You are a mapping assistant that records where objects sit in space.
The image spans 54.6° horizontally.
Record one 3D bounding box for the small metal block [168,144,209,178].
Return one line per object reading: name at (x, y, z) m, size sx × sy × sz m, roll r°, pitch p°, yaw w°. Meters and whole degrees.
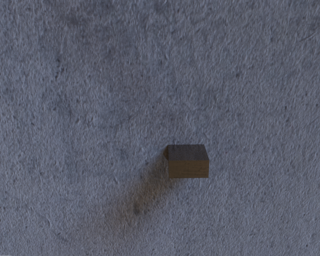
small metal block at (0.036, 0.043, 0.413) m, size 0.050 × 0.050 × 0.025 m, roll 0°, pitch 110°, yaw 0°
